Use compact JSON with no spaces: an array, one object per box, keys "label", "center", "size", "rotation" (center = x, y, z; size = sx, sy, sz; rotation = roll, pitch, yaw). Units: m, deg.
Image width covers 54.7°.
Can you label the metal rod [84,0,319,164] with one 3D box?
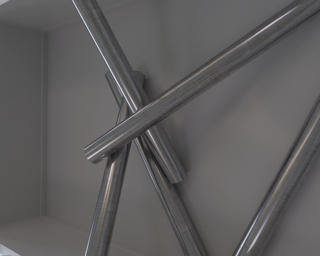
[{"label":"metal rod","center":[0.037,-0.046,0.326],"size":[0.300,0.025,0.025],"rotation":[-33,69,18]}]

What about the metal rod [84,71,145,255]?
[{"label":"metal rod","center":[-0.056,0.059,0.372],"size":[0.025,0.025,0.299],"rotation":[-13,56,39]}]

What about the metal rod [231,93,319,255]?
[{"label":"metal rod","center":[0.130,0.039,0.299],"size":[0.025,0.025,0.298],"rotation":[34,111,35]}]

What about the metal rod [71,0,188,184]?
[{"label":"metal rod","center":[-0.045,-0.067,0.363],"size":[0.025,0.025,0.299],"rotation":[-19,103,38]}]

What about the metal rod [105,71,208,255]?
[{"label":"metal rod","center":[-0.009,0.045,0.414],"size":[0.025,0.025,0.299],"rotation":[-39,66,33]}]
